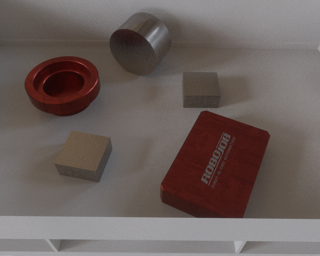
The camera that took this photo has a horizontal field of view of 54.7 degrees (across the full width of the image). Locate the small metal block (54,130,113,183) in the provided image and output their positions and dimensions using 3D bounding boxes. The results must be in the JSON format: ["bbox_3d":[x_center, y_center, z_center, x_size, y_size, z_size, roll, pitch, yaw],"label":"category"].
[{"bbox_3d":[-0.091,0.034,0.376,0.050,0.025,0.050,10,51,8],"label":"small metal block"}]

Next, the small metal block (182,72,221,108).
[{"bbox_3d":[0.059,-0.056,0.453,0.050,0.025,0.050,1,50,0],"label":"small metal block"}]

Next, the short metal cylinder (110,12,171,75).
[{"bbox_3d":[-0.030,-0.129,0.477,0.080,0.080,0.050,21,53,16],"label":"short metal cylinder"}]

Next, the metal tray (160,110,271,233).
[{"bbox_3d":[0.068,0.044,0.366,0.090,0.030,0.130,21,53,16],"label":"metal tray"}]

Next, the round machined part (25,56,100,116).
[{"bbox_3d":[-0.134,-0.055,0.438,0.099,0.042,0.098,0,50,0],"label":"round machined part"}]
